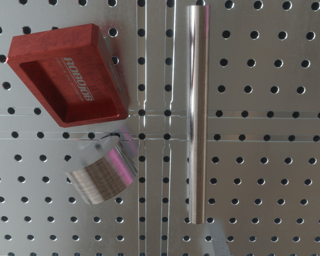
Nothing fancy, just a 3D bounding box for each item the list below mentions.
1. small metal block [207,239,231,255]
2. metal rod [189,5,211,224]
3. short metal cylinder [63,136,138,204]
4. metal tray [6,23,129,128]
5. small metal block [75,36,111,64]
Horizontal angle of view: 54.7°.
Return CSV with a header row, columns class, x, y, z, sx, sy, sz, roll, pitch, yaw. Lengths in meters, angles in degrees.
class,x,y,z,sx,sy,sz,roll,pitch,yaw
small metal block,0.091,0.210,0.479,0.025,0.050,0.050,7,110,-3
metal rod,0.051,-0.003,0.412,0.025,0.025,0.298,-2,110,0
short metal cylinder,-0.076,0.053,0.402,0.080,0.080,0.050,-25,108,8
metal tray,-0.094,-0.051,0.349,0.090,0.030,0.130,-8,148,5
small metal block,-0.088,-0.092,0.365,0.050,0.050,0.025,-5,110,1
